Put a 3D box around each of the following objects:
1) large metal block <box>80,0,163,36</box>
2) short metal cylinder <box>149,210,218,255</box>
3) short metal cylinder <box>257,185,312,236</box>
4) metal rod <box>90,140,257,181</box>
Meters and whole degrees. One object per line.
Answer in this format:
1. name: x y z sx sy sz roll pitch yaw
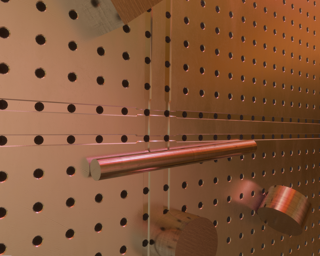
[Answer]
1. large metal block: -0.048 -0.165 0.352 0.080 0.050 0.080 -45 117 -30
2. short metal cylinder: 0.033 0.156 0.421 0.081 0.050 0.080 0 90 -40
3. short metal cylinder: 0.226 0.150 0.563 0.050 0.080 0.080 -51 120 -28
4. metal rod: 0.043 0.040 0.445 0.302 0.025 0.025 -4 93 -40
